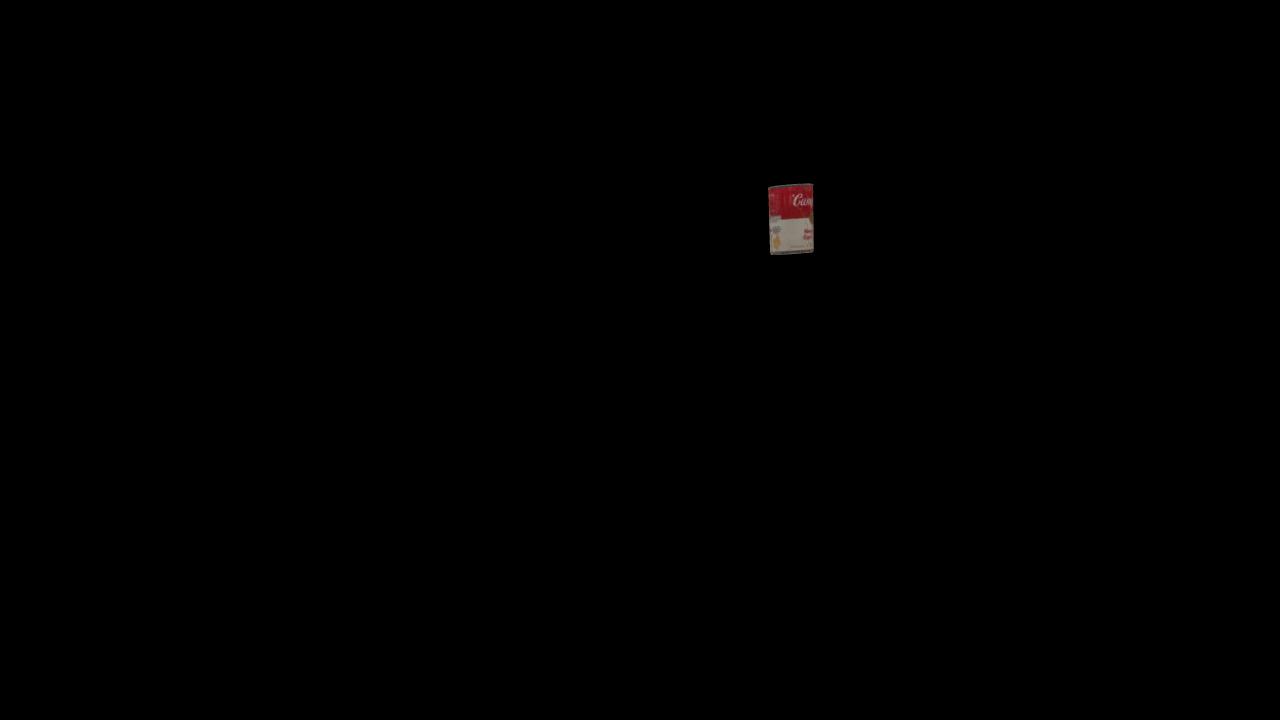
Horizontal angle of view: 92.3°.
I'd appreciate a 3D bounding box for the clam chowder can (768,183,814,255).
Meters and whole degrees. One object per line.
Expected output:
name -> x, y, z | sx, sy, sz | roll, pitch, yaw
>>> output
clam chowder can -> 0.231, -0.214, 0.940 | 0.068, 0.102, 0.068 | -3, 11, 1
